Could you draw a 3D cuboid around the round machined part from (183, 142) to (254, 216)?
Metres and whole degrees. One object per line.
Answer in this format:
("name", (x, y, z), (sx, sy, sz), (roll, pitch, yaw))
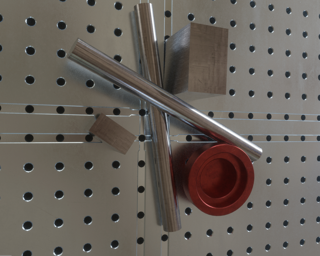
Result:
("round machined part", (0.077, 0.068, 0.430), (0.099, 0.042, 0.097), (-2, 96, -18))

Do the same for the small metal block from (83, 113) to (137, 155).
("small metal block", (-0.062, 0.007, 0.377), (0.050, 0.050, 0.025), (36, 78, -17))

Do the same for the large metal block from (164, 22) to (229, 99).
("large metal block", (0.043, -0.081, 0.400), (0.050, 0.080, 0.079), (3, 89, -20))

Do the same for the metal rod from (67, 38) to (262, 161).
("metal rod", (0.026, -0.023, 0.399), (0.301, 0.025, 0.025), (28, 81, -27))

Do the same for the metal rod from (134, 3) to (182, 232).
("metal rod", (-0.002, -0.011, 0.412), (0.025, 0.025, 0.298), (-9, 93, -20))
